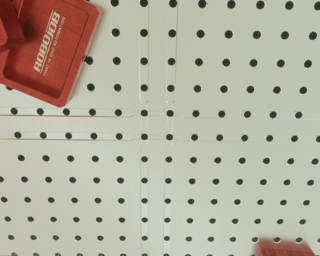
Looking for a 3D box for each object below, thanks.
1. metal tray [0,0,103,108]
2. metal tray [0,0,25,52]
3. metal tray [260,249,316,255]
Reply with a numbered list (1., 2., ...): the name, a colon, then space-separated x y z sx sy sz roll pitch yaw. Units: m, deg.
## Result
1. metal tray: -0.134 -0.100 0.372 0.090 0.030 0.129 23 108 -9
2. metal tray: -0.227 -0.120 0.344 0.130 0.030 0.090 -13 101 16
3. metal tray: 0.202 0.264 0.509 0.091 0.030 0.129 5 110 -2
